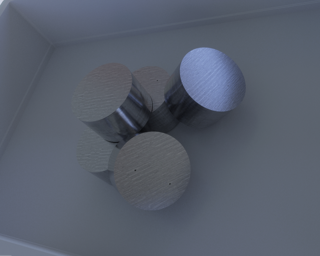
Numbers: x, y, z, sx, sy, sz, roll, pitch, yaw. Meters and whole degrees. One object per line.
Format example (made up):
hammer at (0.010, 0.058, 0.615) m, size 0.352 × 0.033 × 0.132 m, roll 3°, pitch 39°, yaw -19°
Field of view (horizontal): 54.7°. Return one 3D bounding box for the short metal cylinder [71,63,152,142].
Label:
short metal cylinder at (-0.056, -0.030, 0.368) m, size 0.080 × 0.050 × 0.080 m, roll -13°, pitch 56°, yaw 20°

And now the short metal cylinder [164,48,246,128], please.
short metal cylinder at (0.051, -0.046, 0.361) m, size 0.081 × 0.050 × 0.080 m, roll 8°, pitch 66°, yaw -17°

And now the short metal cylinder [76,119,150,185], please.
short metal cylinder at (-0.059, 0.029, 0.400) m, size 0.080 × 0.050 × 0.080 m, roll -13°, pitch 56°, yaw 20°

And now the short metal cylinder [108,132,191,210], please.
short metal cylinder at (-0.013, 0.044, 0.338) m, size 0.080 × 0.080 × 0.050 m, roll -55°, pitch 12°, yaw -11°

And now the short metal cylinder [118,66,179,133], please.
short metal cylinder at (-0.013, -0.036, 0.414) m, size 0.080 × 0.050 × 0.080 m, roll -13°, pitch 56°, yaw 20°
